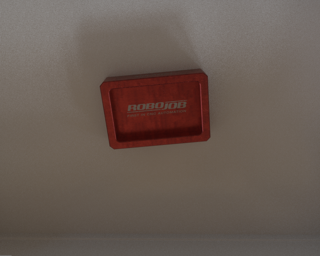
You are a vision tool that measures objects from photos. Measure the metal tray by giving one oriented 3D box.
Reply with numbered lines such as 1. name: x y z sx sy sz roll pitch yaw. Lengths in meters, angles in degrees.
1. metal tray: -0.004 -0.024 0.399 0.131 0.030 0.089 -5 110 1
